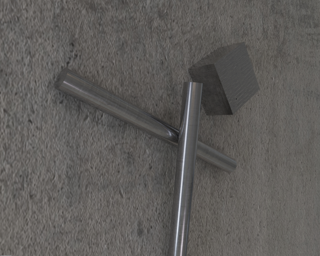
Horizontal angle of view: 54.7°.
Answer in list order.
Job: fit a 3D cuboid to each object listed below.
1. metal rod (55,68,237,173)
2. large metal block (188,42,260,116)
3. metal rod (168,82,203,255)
[{"bbox_3d":[0.005,0.005,0.408,0.301,0.025,0.025,27,73,-37],"label":"metal rod"},{"bbox_3d":[0.099,-0.074,0.471,0.080,0.050,0.080,-39,114,-33],"label":"large metal block"},{"bbox_3d":[0.030,0.090,0.407,0.025,0.025,0.298,1,97,-40],"label":"metal rod"}]
